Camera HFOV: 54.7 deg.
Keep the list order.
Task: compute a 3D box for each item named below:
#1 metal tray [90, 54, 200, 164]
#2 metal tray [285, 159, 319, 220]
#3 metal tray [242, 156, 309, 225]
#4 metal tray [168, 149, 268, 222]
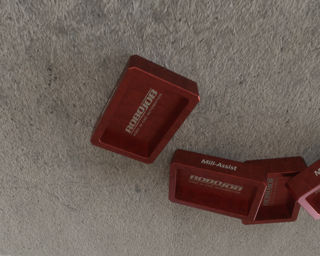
[{"bbox_3d":[-0.022,-0.017,0.389,0.091,0.030,0.129,22,127,-18],"label":"metal tray"},{"bbox_3d":[0.254,0.070,0.438,0.130,0.030,0.090,-40,129,13],"label":"metal tray"},{"bbox_3d":[0.177,0.103,0.493,0.090,0.030,0.129,-5,130,4],"label":"metal tray"},{"bbox_3d":[0.080,0.084,0.452,0.131,0.030,0.089,11,132,12],"label":"metal tray"}]
